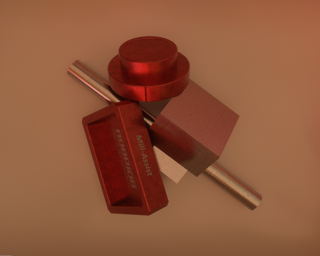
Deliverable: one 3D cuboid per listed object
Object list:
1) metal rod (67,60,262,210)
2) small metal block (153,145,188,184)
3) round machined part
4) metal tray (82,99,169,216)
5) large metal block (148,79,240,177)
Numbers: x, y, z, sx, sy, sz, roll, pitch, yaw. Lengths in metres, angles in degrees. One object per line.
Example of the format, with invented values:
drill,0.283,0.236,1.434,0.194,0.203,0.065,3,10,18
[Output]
metal rod,0.007,0.010,0.410,0.301,0.025,0.025,37,90,-1
small metal block,0.008,0.042,0.397,0.050,0.050,0.025,38,90,-1
round machined part,-0.013,-0.077,0.371,0.099,0.098,0.042,-2,131,-1
metal tray,-0.046,0.038,0.378,0.030,0.090,0.129,-17,90,-41
large metal block,0.040,-0.002,0.378,0.080,0.050,0.080,37,47,0
